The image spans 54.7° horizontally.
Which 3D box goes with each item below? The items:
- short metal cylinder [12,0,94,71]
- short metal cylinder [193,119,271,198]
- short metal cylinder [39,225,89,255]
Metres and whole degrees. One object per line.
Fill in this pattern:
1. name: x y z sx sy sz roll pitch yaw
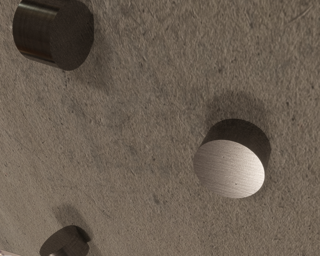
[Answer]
1. short metal cylinder: -0.122 -0.113 0.364 0.050 0.080 0.079 19 126 17
2. short metal cylinder: 0.086 0.036 0.367 0.080 0.050 0.079 13 124 20
3. short metal cylinder: -0.190 0.242 0.618 0.080 0.080 0.050 -16 110 34
